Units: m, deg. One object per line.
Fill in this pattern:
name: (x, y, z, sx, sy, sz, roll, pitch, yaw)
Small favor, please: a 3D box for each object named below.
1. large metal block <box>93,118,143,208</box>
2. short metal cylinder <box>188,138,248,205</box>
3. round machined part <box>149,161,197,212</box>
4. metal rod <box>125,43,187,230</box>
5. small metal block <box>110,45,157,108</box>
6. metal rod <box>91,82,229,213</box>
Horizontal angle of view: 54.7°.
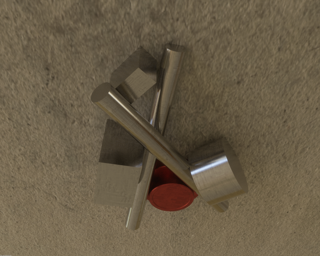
large metal block: (-0.054, 0.046, 0.412, 0.050, 0.080, 0.079, 9, 130, -8)
short metal cylinder: (0.080, 0.059, 0.425, 0.050, 0.080, 0.080, -26, 126, 20)
round machined part: (0.017, 0.092, 0.477, 0.099, 0.042, 0.097, -1, 130, 0)
metal rod: (-0.014, 0.034, 0.417, 0.025, 0.025, 0.298, 9, 124, -8)
small metal block: (-0.030, -0.056, 0.344, 0.050, 0.050, 0.025, -37, 121, 27)
metal rod: (0.021, 0.045, 0.402, 0.025, 0.025, 0.300, -26, 135, 20)
